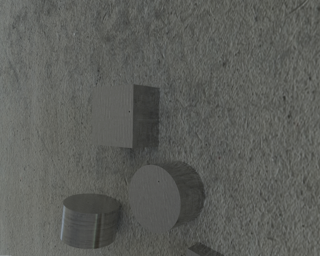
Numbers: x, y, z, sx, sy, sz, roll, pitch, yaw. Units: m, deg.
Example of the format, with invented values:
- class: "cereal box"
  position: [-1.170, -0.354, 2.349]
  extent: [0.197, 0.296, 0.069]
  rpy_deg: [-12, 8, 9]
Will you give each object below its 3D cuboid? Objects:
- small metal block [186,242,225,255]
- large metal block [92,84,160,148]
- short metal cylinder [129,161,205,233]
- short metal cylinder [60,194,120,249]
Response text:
- class: "small metal block"
  position: [0.055, 0.170, 0.360]
  extent: [0.050, 0.025, 0.050]
  rpy_deg: [16, 100, 39]
- class: "large metal block"
  position: [-0.048, -0.016, 0.429]
  extent: [0.080, 0.050, 0.079]
  rpy_deg: [2, 91, 40]
- class: "short metal cylinder"
  position: [0.008, 0.083, 0.382]
  extent: [0.080, 0.050, 0.079]
  rpy_deg: [0, 90, 40]
- class: "short metal cylinder"
  position: [-0.102, 0.134, 0.454]
  extent: [0.080, 0.081, 0.050]
  rpy_deg: [12, 98, 39]
